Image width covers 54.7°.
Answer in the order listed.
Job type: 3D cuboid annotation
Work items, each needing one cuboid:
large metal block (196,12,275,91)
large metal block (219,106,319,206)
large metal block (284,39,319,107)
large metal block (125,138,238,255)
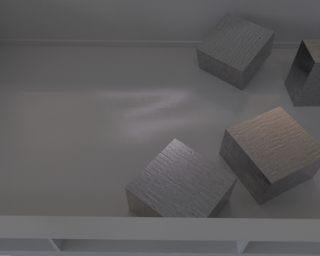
[{"bbox_3d":[0.114,-0.117,0.473,0.080,0.050,0.080,34,77,25],"label":"large metal block"},{"bbox_3d":[0.130,0.030,0.364,0.081,0.050,0.080,-21,53,-17],"label":"large metal block"},{"bbox_3d":[0.234,-0.076,0.435,0.081,0.080,0.050,-1,50,-1],"label":"large metal block"},{"bbox_3d":[0.022,0.070,0.330,0.080,0.050,0.080,32,57,24],"label":"large metal block"}]
